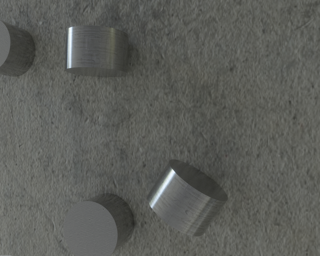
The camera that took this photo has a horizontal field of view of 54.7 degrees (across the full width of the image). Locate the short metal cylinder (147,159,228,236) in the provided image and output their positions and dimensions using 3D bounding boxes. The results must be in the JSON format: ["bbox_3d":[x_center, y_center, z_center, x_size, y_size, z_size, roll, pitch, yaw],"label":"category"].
[{"bbox_3d":[0.032,0.081,0.368,0.080,0.080,0.050,35,101,16],"label":"short metal cylinder"}]

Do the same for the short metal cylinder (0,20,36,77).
[{"bbox_3d":[-0.243,-0.123,0.479,0.080,0.050,0.079,0,90,19],"label":"short metal cylinder"}]

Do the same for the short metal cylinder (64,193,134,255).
[{"bbox_3d":[-0.082,0.134,0.424,0.080,0.050,0.079,0,90,19],"label":"short metal cylinder"}]

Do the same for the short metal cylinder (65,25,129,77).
[{"bbox_3d":[-0.082,-0.098,0.408,0.080,0.080,0.050,2,91,19],"label":"short metal cylinder"}]
